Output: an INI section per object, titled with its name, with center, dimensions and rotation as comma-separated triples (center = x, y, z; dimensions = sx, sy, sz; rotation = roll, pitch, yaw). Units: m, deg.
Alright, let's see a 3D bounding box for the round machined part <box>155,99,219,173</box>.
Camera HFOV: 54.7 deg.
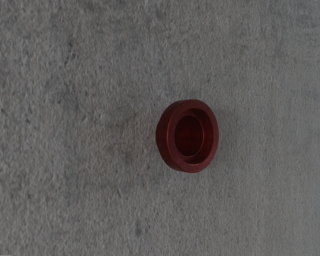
[round machined part]
center = 0.033, 0.010, 0.423
dimensions = 0.099, 0.042, 0.097
rotation = 0, 90, -40
